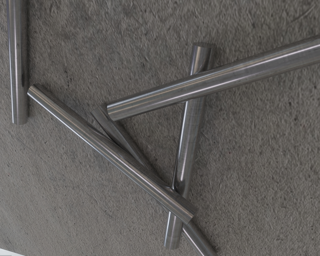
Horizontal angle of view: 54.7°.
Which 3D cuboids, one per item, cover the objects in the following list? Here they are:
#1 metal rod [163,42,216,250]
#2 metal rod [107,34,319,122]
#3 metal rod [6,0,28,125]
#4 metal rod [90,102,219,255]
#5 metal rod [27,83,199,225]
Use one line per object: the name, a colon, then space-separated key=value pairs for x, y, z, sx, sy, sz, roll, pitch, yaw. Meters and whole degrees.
metal rod: x=0.032 y=0.043 z=0.397 sx=0.025 sy=0.025 sz=0.298 roll=17 pitch=120 yaw=18
metal rod: x=0.078 y=-0.054 z=0.304 sx=0.300 sy=0.025 sz=0.025 roll=-15 pitch=111 yaw=24
metal rod: x=-0.199 y=-0.126 z=0.433 sx=0.025 sy=0.025 sz=0.298 roll=27 pitch=128 yaw=11
metal rod: x=-0.003 y=0.091 z=0.464 sx=0.025 sy=0.025 sz=0.299 roll=-27 pitch=104 yaw=37
metal rod: x=-0.075 y=0.027 z=0.431 sx=0.300 sy=0.025 sz=0.025 roll=36 pitch=130 yaw=16
